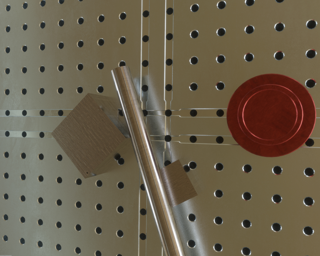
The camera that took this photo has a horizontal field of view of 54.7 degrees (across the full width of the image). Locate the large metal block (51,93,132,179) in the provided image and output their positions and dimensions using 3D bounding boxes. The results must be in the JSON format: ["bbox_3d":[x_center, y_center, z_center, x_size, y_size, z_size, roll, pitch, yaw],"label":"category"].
[{"bbox_3d":[-0.088,0.010,0.429,0.080,0.050,0.080,-44,77,14],"label":"large metal block"}]

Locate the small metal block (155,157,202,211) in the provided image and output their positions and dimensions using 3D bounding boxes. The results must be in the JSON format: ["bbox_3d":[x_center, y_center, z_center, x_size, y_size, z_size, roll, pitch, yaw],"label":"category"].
[{"bbox_3d":[0.019,0.073,0.405,0.050,0.025,0.050,-31,80,17],"label":"small metal block"}]

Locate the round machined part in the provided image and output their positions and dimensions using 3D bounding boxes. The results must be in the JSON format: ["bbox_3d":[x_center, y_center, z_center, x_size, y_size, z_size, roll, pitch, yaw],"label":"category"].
[{"bbox_3d":[0.127,-0.015,0.359,0.098,0.042,0.097,0,90,19],"label":"round machined part"}]

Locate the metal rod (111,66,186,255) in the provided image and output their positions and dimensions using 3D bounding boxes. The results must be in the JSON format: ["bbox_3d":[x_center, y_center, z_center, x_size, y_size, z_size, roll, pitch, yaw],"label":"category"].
[{"bbox_3d":[-0.009,0.066,0.388,0.025,0.025,0.299,-19,84,18],"label":"metal rod"}]
